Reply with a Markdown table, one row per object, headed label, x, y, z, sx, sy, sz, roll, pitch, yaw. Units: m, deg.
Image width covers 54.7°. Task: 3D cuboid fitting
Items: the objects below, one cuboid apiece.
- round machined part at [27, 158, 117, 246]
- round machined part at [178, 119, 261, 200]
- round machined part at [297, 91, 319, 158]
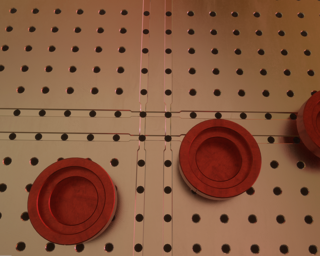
| label | x | y | z | sx | sy | sz | roll | pitch | yaw |
| --- | --- | --- | --- | --- | --- | --- | --- | --- | --- |
| round machined part | -0.100 | 0.088 | 0.369 | 0.099 | 0.042 | 0.098 | 0 | 70 | -1 |
| round machined part | 0.072 | 0.041 | 0.389 | 0.099 | 0.042 | 0.098 | 0 | 70 | -1 |
| round machined part | 0.228 | 0.000 | 0.406 | 0.099 | 0.042 | 0.098 | 0 | 70 | -1 |
